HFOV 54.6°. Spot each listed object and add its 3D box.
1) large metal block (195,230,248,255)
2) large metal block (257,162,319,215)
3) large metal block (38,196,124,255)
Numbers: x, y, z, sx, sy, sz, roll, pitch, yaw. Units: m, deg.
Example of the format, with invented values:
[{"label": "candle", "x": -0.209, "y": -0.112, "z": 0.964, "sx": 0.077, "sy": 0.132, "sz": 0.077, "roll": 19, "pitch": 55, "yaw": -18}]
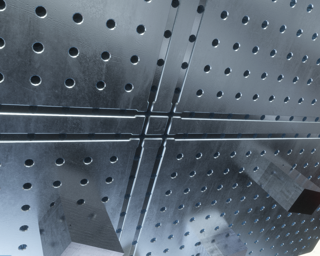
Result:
[{"label": "large metal block", "x": 0.118, "y": 0.260, "z": 0.619, "sx": 0.081, "sy": 0.050, "sz": 0.079, "roll": -7, "pitch": 122, "yaw": -25}, {"label": "large metal block", "x": 0.245, "y": 0.113, "z": 0.578, "sx": 0.080, "sy": 0.080, "sz": 0.050, "roll": 17, "pitch": 110, "yaw": -35}, {"label": "large metal block", "x": -0.105, "y": 0.145, "z": 0.407, "sx": 0.080, "sy": 0.080, "sz": 0.050, "roll": 32, "pitch": 100, "yaw": -38}]
